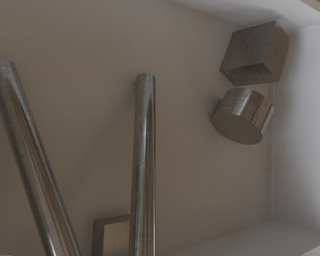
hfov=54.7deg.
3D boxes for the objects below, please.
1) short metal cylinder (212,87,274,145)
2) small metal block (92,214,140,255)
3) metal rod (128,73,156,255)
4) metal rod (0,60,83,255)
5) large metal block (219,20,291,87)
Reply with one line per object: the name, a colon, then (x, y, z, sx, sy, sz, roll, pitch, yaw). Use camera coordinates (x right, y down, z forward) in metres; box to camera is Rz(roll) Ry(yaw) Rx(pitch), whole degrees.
short metal cylinder: (0.128, -0.017, 0.481, 0.080, 0.080, 0.050, 46, 63, -31)
small metal block: (-0.051, 0.133, 0.366, 0.050, 0.025, 0.050, 5, 87, -40)
metal rod: (-0.017, 0.063, 0.314, 0.025, 0.025, 0.299, 29, 47, -37)
metal rod: (-0.086, 0.075, 0.249, 0.025, 0.025, 0.299, -13, 71, -40)
large metal block: (0.154, -0.118, 0.503, 0.050, 0.080, 0.080, 35, 69, -35)
